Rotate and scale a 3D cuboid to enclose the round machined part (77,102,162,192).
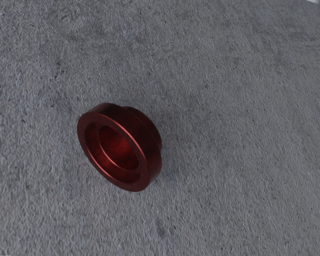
[{"bbox_3d":[-0.037,0.016,0.327,0.098,0.098,0.042,46,51,3],"label":"round machined part"}]
